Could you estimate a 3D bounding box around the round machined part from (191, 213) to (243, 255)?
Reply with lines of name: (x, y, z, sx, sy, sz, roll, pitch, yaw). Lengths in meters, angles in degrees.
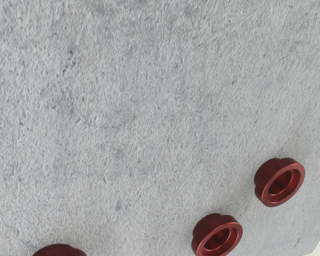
round machined part: (0.100, 0.197, 0.572, 0.099, 0.042, 0.097, -14, 124, -21)

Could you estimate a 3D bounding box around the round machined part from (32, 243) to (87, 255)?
round machined part: (-0.150, 0.205, 0.440, 0.099, 0.042, 0.097, -14, 124, -21)

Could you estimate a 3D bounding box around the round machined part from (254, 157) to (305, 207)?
round machined part: (0.214, 0.095, 0.571, 0.099, 0.042, 0.097, -14, 124, -21)
